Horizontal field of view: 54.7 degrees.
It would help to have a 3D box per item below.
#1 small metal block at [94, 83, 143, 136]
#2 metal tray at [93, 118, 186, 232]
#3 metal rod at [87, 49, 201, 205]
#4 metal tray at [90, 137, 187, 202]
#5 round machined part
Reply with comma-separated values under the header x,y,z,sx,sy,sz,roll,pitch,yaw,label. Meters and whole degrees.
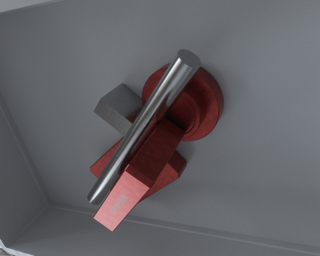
x,y,z,sx,sy,sz,roll,pitch,yaw,label
-0.047,-0.024,0.399,0.050,0.050,0.025,39,129,1,small metal block
-0.026,0.057,0.363,0.030,0.090,0.129,36,135,1,metal tray
-0.037,0.023,0.389,0.025,0.025,0.298,38,133,2,metal rod
-0.036,0.057,0.456,0.090,0.030,0.129,46,129,-5,metal tray
0.022,-0.025,0.367,0.098,0.042,0.097,13,124,20,round machined part
